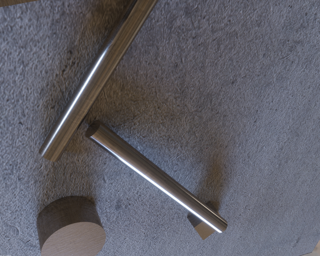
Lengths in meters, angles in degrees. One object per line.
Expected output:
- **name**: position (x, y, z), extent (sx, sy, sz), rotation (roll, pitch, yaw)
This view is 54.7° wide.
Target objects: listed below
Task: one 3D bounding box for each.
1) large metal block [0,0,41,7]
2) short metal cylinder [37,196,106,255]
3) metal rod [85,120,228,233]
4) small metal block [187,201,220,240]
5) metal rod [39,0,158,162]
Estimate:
- **large metal block**: position (-0.113, -0.144, 0.240), extent (0.081, 0.050, 0.079), rotation (-19, 126, -18)
- **short metal cylinder**: position (-0.118, 0.138, 0.411), extent (0.081, 0.050, 0.079), rotation (-14, 124, -21)
- **metal rod**: position (0.013, 0.084, 0.449), extent (0.025, 0.025, 0.300), rotation (-46, 124, 3)
- **small metal block**: position (0.083, 0.166, 0.556), extent (0.050, 0.025, 0.050), rotation (-35, 129, -5)
- **metal rod**: position (-0.044, -0.090, 0.326), extent (0.025, 0.025, 0.299), rotation (26, 104, -37)
